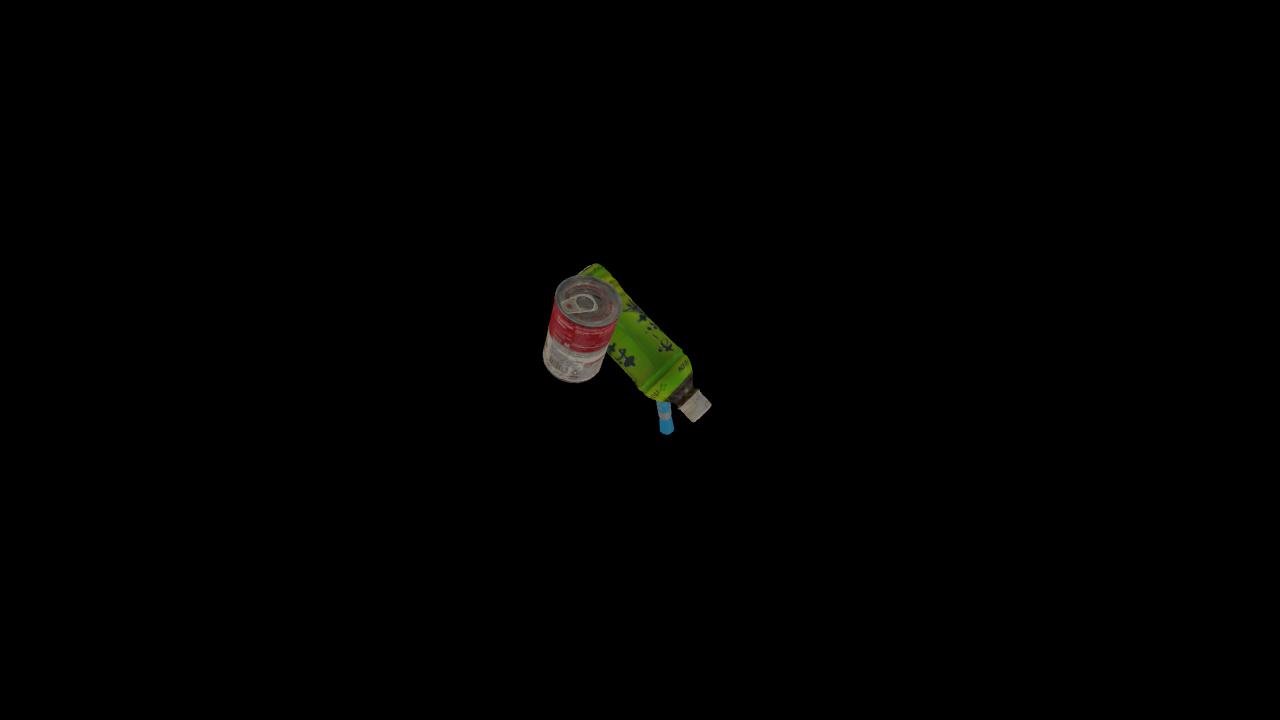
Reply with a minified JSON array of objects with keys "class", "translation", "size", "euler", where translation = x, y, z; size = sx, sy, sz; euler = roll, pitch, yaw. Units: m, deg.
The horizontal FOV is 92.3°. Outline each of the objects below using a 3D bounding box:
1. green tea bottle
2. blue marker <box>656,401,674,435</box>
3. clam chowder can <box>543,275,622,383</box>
[{"class":"green tea bottle","translation":[0.000,-0.015,0.708],"size":[0.073,0.212,0.073],"euler":[-45,-2,-2]},{"class":"blue marker","translation":[0.028,0.047,0.768],"size":[0.020,0.121,0.020],"euler":[-6,36,4]},{"class":"clam chowder can","translation":[-0.062,-0.030,0.643],"size":[0.068,0.068,0.102],"euler":[0,-36,-18]}]
